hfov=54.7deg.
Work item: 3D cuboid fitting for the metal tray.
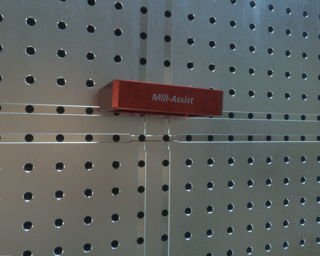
[{"bbox_3d":[-0.001,-0.032,0.378,0.131,0.090,0.030,3,89,-20],"label":"metal tray"}]
